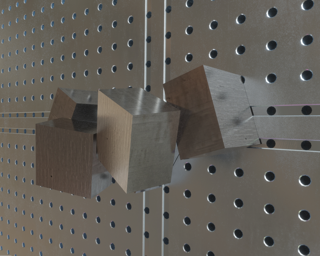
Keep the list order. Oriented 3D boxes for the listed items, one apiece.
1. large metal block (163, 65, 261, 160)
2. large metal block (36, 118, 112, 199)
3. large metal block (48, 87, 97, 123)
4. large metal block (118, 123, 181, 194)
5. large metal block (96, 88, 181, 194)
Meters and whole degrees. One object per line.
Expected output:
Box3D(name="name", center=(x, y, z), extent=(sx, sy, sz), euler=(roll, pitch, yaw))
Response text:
Box3D(name="large metal block", center=(0.056, -0.014, 0.326), extent=(0.050, 0.081, 0.080), euler=(-21, 77, 38))
Box3D(name="large metal block", center=(-0.107, 0.035, 0.394), extent=(0.080, 0.050, 0.079), euler=(9, 104, 18))
Box3D(name="large metal block", center=(-0.117, -0.011, 0.466), extent=(0.050, 0.081, 0.079), euler=(37, 112, 33))
Box3D(name="large metal block", center=(-0.024, 0.026, 0.410), extent=(0.080, 0.050, 0.079), euler=(39, 114, 32))
Box3D(name="large metal block", center=(-0.027, 0.008, 0.323), extent=(0.080, 0.050, 0.079), euler=(35, 126, 50))
